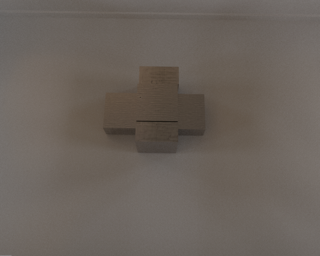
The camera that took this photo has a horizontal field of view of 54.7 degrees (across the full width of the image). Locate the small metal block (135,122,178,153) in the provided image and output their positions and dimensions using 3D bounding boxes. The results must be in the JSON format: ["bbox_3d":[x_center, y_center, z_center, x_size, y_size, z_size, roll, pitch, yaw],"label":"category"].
[{"bbox_3d":[-0.004,0.013,0.388,0.050,0.050,0.025,1,70,0],"label":"small metal block"}]

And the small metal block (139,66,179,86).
[{"bbox_3d":[-0.001,-0.059,0.415,0.050,0.050,0.025,1,70,0],"label":"small metal block"}]

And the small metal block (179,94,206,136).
[{"bbox_3d":[0.033,-0.018,0.414,0.050,0.025,0.050,1,70,0],"label":"small metal block"}]

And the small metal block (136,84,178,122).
[{"bbox_3d":[-0.003,-0.028,0.390,0.050,0.025,0.050,1,70,0],"label":"small metal block"}]

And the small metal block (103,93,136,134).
[{"bbox_3d":[-0.047,-0.019,0.414,0.050,0.025,0.050,1,70,0],"label":"small metal block"}]
